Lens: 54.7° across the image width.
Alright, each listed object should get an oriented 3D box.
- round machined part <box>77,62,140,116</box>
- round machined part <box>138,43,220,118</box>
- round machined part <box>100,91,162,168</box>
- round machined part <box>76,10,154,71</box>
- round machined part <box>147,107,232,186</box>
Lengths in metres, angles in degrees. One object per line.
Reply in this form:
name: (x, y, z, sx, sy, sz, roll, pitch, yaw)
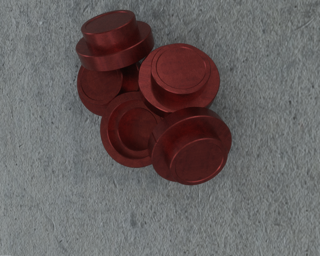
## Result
round machined part: (-0.073, -0.064, 0.427, 0.098, 0.042, 0.097, 0, 90, 19)
round machined part: (0.023, -0.061, 0.369, 0.099, 0.042, 0.098, 1, 68, -3)
round machined part: (-0.025, 0.002, 0.409, 0.098, 0.042, 0.097, 0, 90, 19)
round machined part: (-0.059, -0.115, 0.390, 0.098, 0.098, 0.042, 1, 132, 19)
round machined part: (0.038, 0.028, 0.358, 0.098, 0.098, 0.042, -45, 36, 14)
